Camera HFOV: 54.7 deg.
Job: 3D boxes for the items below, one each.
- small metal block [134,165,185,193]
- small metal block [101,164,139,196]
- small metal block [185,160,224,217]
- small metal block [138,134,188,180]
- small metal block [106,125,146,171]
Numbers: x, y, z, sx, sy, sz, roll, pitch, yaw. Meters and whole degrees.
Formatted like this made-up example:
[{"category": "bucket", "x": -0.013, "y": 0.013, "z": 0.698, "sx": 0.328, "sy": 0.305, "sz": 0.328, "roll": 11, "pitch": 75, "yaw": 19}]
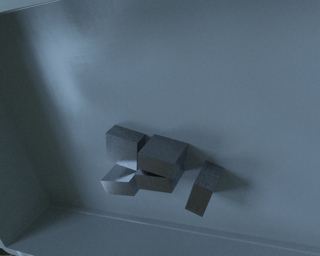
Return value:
[{"category": "small metal block", "x": 0.001, "y": 0.062, "z": 0.429, "sx": 0.050, "sy": 0.050, "sz": 0.025, "roll": 2, "pitch": 119, "yaw": 27}, {"category": "small metal block", "x": -0.051, "y": 0.075, "z": 0.464, "sx": 0.050, "sy": 0.050, "sz": 0.025, "roll": -3, "pitch": 117, "yaw": 29}, {"category": "small metal block", "x": 0.059, "y": 0.080, "z": 0.410, "sx": 0.025, "sy": 0.050, "sz": 0.050, "roll": 23, "pitch": 127, "yaw": 14}, {"category": "small metal block", "x": 0.004, "y": 0.037, "z": 0.412, "sx": 0.050, "sy": 0.050, "sz": 0.025, "roll": 15, "pitch": 124, "yaw": 19}, {"category": "small metal block", "x": -0.050, "y": 0.029, "z": 0.451, "sx": 0.050, "sy": 0.025, "sz": 0.050, "roll": 16, "pitch": 125, "yaw": 18}]
